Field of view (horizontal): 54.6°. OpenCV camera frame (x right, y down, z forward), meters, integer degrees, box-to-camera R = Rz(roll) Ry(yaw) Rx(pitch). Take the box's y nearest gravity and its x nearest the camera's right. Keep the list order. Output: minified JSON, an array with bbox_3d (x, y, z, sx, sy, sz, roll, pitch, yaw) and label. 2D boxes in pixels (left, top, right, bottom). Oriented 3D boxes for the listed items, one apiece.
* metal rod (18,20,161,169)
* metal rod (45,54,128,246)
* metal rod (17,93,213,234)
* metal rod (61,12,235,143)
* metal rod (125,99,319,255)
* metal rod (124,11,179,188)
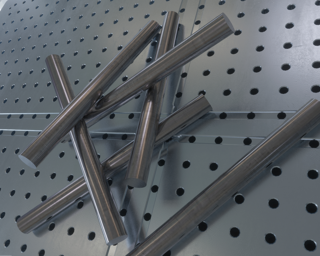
[{"bbox_3d":[-0.082,-0.065,0.439,0.025,0.025,0.301,10,50,33],"label":"metal rod"},{"bbox_3d":[-0.108,0.009,0.416,0.025,0.025,0.299,-32,60,8],"label":"metal rod"},{"bbox_3d":[-0.063,0.050,0.411,0.300,0.025,0.025,-34,51,5],"label":"metal rod"},{"bbox_3d":[-0.039,-0.051,0.411,0.299,0.025,0.025,-29,50,29],"label":"metal rod"},{"bbox_3d":[0.056,0.075,0.333,0.300,0.025,0.025,-40,51,0],"label":"metal rod"},{"bbox_3d":[-0.004,-0.061,0.425,0.025,0.025,0.300,-7,51,24],"label":"metal rod"}]
